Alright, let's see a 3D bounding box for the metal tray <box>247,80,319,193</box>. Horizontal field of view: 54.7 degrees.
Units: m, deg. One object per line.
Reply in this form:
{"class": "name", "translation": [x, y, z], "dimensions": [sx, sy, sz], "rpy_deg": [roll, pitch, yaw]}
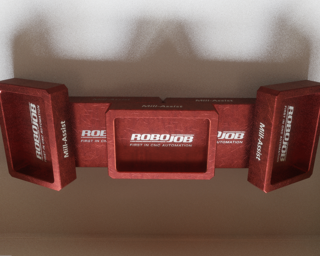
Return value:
{"class": "metal tray", "translation": [0.160, 0.009, 0.391], "dimensions": [0.091, 0.030, 0.129], "rpy_deg": [-11, 113, -27]}

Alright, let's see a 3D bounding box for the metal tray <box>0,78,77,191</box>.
{"class": "metal tray", "translation": [-0.155, 0.007, 0.389], "dimensions": [0.090, 0.030, 0.129], "rpy_deg": [10, 112, 23]}

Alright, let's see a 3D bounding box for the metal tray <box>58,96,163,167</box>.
{"class": "metal tray", "translation": [-0.062, 0.006, 0.409], "dimensions": [0.131, 0.030, 0.089], "rpy_deg": [0, 110, 0]}

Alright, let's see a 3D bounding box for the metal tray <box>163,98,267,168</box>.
{"class": "metal tray", "translation": [0.069, 0.007, 0.411], "dimensions": [0.131, 0.030, 0.089], "rpy_deg": [0, 110, 0]}

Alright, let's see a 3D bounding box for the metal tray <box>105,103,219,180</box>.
{"class": "metal tray", "translation": [0.002, 0.016, 0.381], "dimensions": [0.131, 0.030, 0.089], "rpy_deg": [1, 110, 0]}
